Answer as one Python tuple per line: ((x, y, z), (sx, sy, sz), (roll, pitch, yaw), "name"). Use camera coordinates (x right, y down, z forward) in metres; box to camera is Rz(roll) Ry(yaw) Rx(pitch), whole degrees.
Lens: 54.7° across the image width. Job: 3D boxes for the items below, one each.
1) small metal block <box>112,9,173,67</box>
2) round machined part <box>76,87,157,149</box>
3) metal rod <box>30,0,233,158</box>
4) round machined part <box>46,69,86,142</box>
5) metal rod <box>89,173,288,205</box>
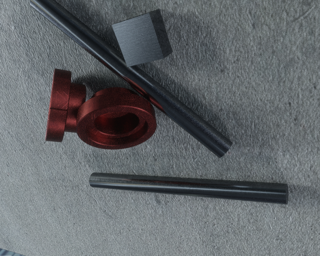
((-0.020, -0.102, 0.354), (0.050, 0.025, 0.050), (-6, 116, 31), "small metal block")
((-0.055, -0.015, 0.395), (0.099, 0.042, 0.098), (-7, 147, -4), "round machined part")
((-0.036, -0.067, 0.384), (0.300, 0.025, 0.025), (39, 129, 1), "metal rod")
((-0.127, -0.029, 0.422), (0.042, 0.098, 0.097), (7, 131, -20), "round machined part")
((0.022, 0.083, 0.446), (0.300, 0.025, 0.025), (-1, 118, 28), "metal rod")
